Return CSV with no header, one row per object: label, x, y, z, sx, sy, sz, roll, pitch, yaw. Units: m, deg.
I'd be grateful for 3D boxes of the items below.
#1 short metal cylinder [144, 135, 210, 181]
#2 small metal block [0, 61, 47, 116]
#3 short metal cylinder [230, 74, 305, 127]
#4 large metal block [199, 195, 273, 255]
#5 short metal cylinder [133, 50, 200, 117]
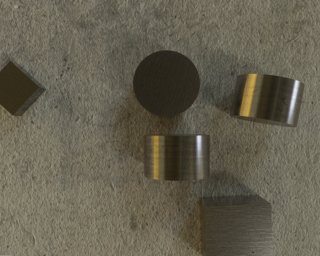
short metal cylinder,0.021,0.033,0.383,0.081,0.080,0.050,0,90,0
small metal block,-0.190,-0.051,0.408,0.050,0.025,0.050,43,90,0
short metal cylinder,0.131,-0.033,0.383,0.080,0.080,0.050,11,90,0
large metal block,0.095,0.133,0.398,0.081,0.050,0.079,-2,90,0
short metal cylinder,0.008,-0.054,0.397,0.081,0.050,0.079,0,90,0
